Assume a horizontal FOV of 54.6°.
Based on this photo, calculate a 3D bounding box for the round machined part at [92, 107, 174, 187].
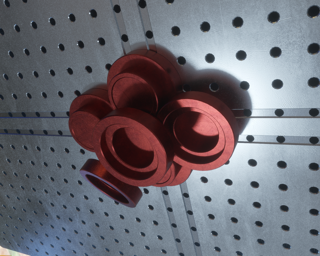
[{"bbox_3d":[-0.028,0.019,0.372,0.098,0.042,0.097,13,124,21],"label":"round machined part"}]

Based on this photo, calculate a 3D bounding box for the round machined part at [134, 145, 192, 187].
[{"bbox_3d":[-0.003,0.042,0.428,0.098,0.042,0.097,13,124,21],"label":"round machined part"}]

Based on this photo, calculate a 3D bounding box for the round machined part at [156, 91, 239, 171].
[{"bbox_3d":[0.047,0.000,0.375,0.098,0.042,0.097,13,124,21],"label":"round machined part"}]

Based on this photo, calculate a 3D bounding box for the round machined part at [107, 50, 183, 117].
[{"bbox_3d":[-0.025,-0.044,0.387,0.098,0.042,0.097,13,124,21],"label":"round machined part"}]

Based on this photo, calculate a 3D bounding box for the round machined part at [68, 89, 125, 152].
[{"bbox_3d":[-0.091,-0.004,0.447,0.098,0.042,0.097,13,124,21],"label":"round machined part"}]

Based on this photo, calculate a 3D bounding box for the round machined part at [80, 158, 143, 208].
[{"bbox_3d":[-0.067,0.075,0.466,0.098,0.042,0.098,26,154,14],"label":"round machined part"}]
